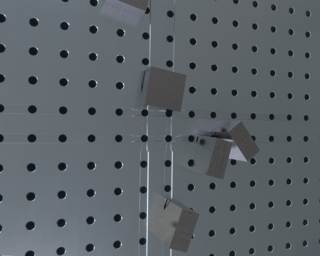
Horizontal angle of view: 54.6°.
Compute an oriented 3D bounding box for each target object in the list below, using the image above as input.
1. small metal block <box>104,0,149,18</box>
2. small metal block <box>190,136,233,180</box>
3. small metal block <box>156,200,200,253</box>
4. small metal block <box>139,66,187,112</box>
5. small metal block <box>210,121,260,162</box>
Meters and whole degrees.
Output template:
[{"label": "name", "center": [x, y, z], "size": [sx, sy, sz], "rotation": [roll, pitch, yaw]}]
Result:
[{"label": "small metal block", "center": [-0.039, -0.178, 0.398], "size": [0.050, 0.025, 0.050], "rotation": [14, 85, -20]}, {"label": "small metal block", "center": [0.069, 0.039, 0.424], "size": [0.025, 0.050, 0.050], "rotation": [18, 84, -19]}, {"label": "small metal block", "center": [0.022, 0.127, 0.407], "size": [0.025, 0.050, 0.050], "rotation": [22, 83, -19]}, {"label": "small metal block", "center": [0.004, -0.050, 0.414], "size": [0.050, 0.025, 0.050], "rotation": [11, 86, -20]}, {"label": "small metal block", "center": [0.104, 0.018, 0.437], "size": [0.025, 0.050, 0.050], "rotation": [-39, 103, -16]}]
